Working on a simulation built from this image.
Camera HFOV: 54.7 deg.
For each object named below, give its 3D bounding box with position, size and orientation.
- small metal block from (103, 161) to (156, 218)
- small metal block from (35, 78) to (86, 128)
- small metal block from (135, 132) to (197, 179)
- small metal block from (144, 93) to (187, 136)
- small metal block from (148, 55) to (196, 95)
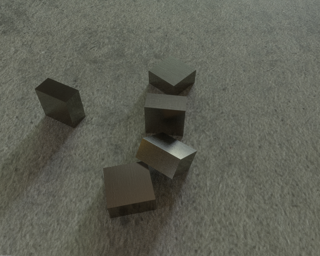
[{"bbox_3d":[-0.034,0.068,0.346,0.050,0.025,0.050,-9,51,-8],"label":"small metal block"},{"bbox_3d":[-0.132,-0.033,0.413,0.050,0.050,0.025,23,54,17],"label":"small metal block"},{"bbox_3d":[0.008,0.030,0.362,0.050,0.025,0.050,28,19,21],"label":"small metal block"},{"bbox_3d":[0.007,-0.017,0.401,0.050,0.050,0.025,6,50,4],"label":"small metal block"},{"bbox_3d":[0.018,-0.078,0.469,0.050,0.025,0.050,36,58,26],"label":"small metal block"}]
